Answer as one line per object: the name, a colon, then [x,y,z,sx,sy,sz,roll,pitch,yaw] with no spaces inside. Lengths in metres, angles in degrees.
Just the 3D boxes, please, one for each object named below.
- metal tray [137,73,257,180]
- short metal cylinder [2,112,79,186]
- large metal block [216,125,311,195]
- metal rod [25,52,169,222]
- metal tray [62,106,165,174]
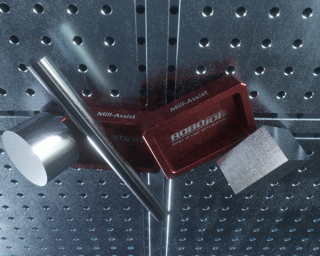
metal tray: [0.050,0.001,0.385,0.130,0.030,0.090,-27,127,0]
short metal cylinder: [-0.150,0.026,0.392,0.080,0.050,0.079,22,131,27]
large metal block: [0.137,0.043,0.410,0.081,0.050,0.080,6,139,-48]
metal rod: [-0.061,0.033,0.400,0.025,0.025,0.299,-20,128,16]
metal tray: [-0.061,0.018,0.422,0.131,0.030,0.089,5,130,-5]
